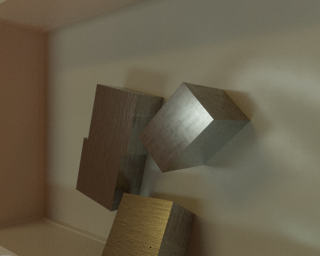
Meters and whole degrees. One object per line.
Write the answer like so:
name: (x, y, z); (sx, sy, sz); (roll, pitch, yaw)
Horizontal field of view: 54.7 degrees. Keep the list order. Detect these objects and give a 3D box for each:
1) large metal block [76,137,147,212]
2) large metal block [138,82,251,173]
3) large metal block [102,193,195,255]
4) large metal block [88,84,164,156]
large metal block: (-0.071, 0.062, 0.447); (0.080, 0.050, 0.079); (18, 102, 38)
large metal block: (0.038, 0.000, 0.338); (0.080, 0.081, 0.050); (-49, 61, 28)
large metal block: (-0.014, 0.131, 0.379); (0.080, 0.050, 0.080); (0, 61, 39)
large metal block: (-0.049, -0.013, 0.428); (0.080, 0.050, 0.079); (18, 101, 38)
